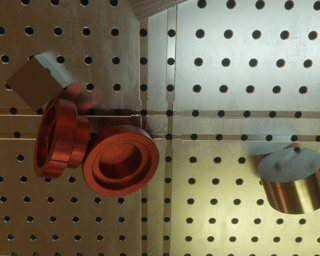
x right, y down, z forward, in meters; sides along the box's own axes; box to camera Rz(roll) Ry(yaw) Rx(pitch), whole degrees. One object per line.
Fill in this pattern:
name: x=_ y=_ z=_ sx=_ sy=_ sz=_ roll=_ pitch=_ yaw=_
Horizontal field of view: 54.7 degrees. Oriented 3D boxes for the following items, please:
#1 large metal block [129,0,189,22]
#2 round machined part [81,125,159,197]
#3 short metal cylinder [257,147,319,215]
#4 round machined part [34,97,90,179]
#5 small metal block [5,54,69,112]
large metal block: x=-0.001 y=-0.171 z=0.337 sx=0.080 sy=0.050 sz=0.080 roll=-21 pitch=109 yaw=7
round machined part: x=-0.054 y=0.038 z=0.406 sx=0.099 sy=0.042 sz=0.097 roll=-11 pitch=122 yaw=-18
short metal cylinder: x=0.177 y=0.068 z=0.410 sx=0.080 sy=0.080 sz=0.050 roll=-21 pitch=109 yaw=7
round machined part: x=-0.120 y=0.014 z=0.384 sx=0.042 sy=0.098 sz=0.097 roll=14 pitch=112 yaw=-32
small metal block: x=-0.154 y=-0.057 z=0.391 sx=0.050 sy=0.025 sz=0.050 roll=-36 pitch=106 yaw=12
